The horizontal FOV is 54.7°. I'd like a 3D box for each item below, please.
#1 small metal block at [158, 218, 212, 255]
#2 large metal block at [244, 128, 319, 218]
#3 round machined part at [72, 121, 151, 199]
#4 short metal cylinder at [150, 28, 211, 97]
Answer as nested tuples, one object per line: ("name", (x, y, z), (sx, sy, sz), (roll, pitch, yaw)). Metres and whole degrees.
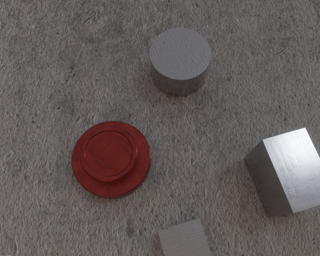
("small metal block", (0.029, 0.137, 0.358), (0.050, 0.025, 0.050), (-15, 71, -6))
("large metal block", (0.145, 0.055, 0.360), (0.050, 0.080, 0.080), (-15, 71, -5))
("round machined part", (-0.061, 0.036, 0.385), (0.099, 0.042, 0.098), (0, 70, 0))
("short metal cylinder", (0.027, -0.090, 0.428), (0.081, 0.050, 0.080), (0, 70, 0))
